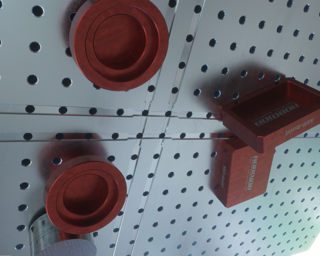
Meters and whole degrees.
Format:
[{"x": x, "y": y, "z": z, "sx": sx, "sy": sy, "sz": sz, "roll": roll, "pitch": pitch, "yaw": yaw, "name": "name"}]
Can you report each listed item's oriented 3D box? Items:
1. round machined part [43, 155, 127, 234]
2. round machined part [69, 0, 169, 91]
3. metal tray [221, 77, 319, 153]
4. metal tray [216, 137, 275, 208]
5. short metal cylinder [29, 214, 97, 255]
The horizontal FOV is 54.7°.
[{"x": -0.095, "y": 0.079, "z": 0.390, "sx": 0.099, "sy": 0.042, "sz": 0.097, "roll": -10, "pitch": 111, "yaw": -27, "name": "round machined part"}, {"x": -0.044, "y": -0.091, "z": 0.321, "sx": 0.099, "sy": 0.042, "sz": 0.097, "roll": -14, "pitch": 125, "yaw": -21, "name": "round machined part"}, {"x": 0.168, "y": -0.023, "z": 0.449, "sx": 0.131, "sy": 0.090, "sz": 0.030, "roll": -25, "pitch": 128, "yaw": -14, "name": "metal tray"}, {"x": 0.148, "y": 0.071, "z": 0.535, "sx": 0.091, "sy": 0.030, "sz": 0.129, "roll": -15, "pitch": 125, "yaw": -20, "name": "metal tray"}, {"x": -0.130, "y": 0.154, "z": 0.415, "sx": 0.081, "sy": 0.050, "sz": 0.079, "roll": -14, "pitch": 130, "yaw": -17, "name": "short metal cylinder"}]
